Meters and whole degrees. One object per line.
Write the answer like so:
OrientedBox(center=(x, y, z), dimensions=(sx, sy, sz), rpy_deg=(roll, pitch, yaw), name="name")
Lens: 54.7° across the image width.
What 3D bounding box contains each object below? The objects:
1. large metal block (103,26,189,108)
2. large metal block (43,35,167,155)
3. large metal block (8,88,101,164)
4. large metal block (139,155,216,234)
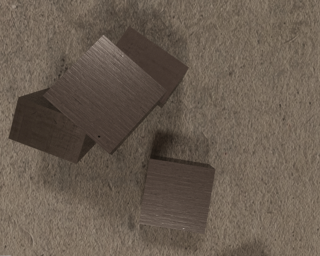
OrientedBox(center=(-0.016, -0.070, 0.382), dimensions=(0.080, 0.080, 0.050), rpy_deg=(35, 90, -1), name="large metal block")
OrientedBox(center=(-0.052, -0.030, 0.311), dimensions=(0.080, 0.050, 0.080), rpy_deg=(42, 81, -1), name="large metal block")
OrientedBox(center=(-0.118, -0.007, 0.376), dimensions=(0.080, 0.080, 0.050), rpy_deg=(21, 106, 0), name="large metal block")
OrientedBox(center=(0.021, 0.082, 0.398), dimensions=(0.080, 0.050, 0.080), rpy_deg=(9, 90, -1), name="large metal block")
